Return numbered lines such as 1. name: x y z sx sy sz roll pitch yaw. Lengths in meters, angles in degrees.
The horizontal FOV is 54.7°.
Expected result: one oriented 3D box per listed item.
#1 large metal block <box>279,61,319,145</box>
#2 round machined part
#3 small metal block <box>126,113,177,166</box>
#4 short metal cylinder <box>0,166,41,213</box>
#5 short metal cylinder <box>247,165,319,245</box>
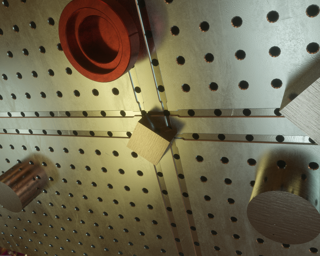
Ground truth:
1. large metal block: 0.174 -0.025 0.288 0.080 0.050 0.080 40 129 0
2. round machined part: -0.067 -0.107 0.369 0.098 0.042 0.097 13 124 21
3. small metal block: -0.012 0.016 0.428 0.050 0.025 0.050 33 129 6
4. short metal cylinder: -0.291 0.123 0.624 0.080 0.050 0.079 13 124 20
5. short metal cylinder: 0.150 0.092 0.372 0.080 0.050 0.079 13 124 21
